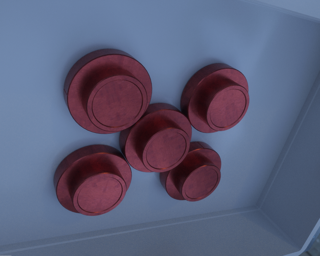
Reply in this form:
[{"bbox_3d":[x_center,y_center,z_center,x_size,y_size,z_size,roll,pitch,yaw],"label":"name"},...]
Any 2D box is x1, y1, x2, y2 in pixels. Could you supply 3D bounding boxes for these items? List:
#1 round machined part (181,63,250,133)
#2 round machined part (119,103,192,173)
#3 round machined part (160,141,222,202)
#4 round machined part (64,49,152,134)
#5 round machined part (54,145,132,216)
[{"bbox_3d":[0.081,-0.035,0.421,0.099,0.042,0.097,-14,125,-21],"label":"round machined part"},{"bbox_3d":[0.000,0.020,0.409,0.099,0.042,0.097,-14,125,-21],"label":"round machined part"},{"bbox_3d":[0.053,0.073,0.472,0.099,0.042,0.097,-14,125,-21],"label":"round machined part"},{"bbox_3d":[-0.053,-0.035,0.346,0.099,0.042,0.097,-14,125,-21],"label":"round machined part"},{"bbox_3d":[-0.082,0.073,0.398,0.099,0.042,0.097,-14,125,-21],"label":"round machined part"}]
